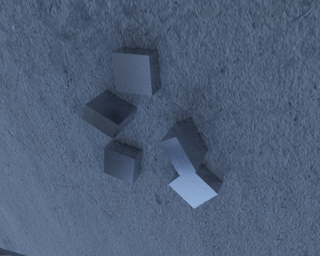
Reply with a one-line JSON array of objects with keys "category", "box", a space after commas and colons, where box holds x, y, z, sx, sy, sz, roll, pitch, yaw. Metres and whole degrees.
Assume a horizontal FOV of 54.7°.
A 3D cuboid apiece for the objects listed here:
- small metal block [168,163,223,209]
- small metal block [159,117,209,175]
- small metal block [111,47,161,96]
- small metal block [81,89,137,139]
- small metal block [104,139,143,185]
[{"category": "small metal block", "box": [0.049, 0.077, 0.429, 0.050, 0.025, 0.050, 44, 129, -3]}, {"category": "small metal block", "box": [0.032, 0.023, 0.388, 0.025, 0.050, 0.050, -20, 108, 35]}, {"category": "small metal block", "box": [-0.028, -0.070, 0.379, 0.050, 0.025, 0.050, 10, 123, 22]}, {"category": "small metal block", "box": [-0.067, -0.020, 0.414, 0.050, 0.050, 0.025, 32, 129, 7]}, {"category": "small metal block", "box": [-0.056, 0.051, 0.468, 0.050, 0.025, 0.050, 19, 126, 17]}]
